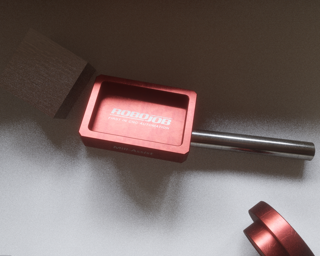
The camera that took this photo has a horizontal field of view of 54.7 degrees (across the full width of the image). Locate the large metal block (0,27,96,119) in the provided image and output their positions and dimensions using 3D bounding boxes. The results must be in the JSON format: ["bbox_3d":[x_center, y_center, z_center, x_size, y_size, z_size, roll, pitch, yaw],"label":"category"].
[{"bbox_3d":[-0.142,-0.066,0.397,0.080,0.050,0.080,32,90,-1],"label":"large metal block"}]

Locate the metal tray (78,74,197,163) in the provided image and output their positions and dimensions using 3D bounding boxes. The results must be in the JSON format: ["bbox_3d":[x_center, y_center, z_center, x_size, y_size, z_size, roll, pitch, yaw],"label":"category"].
[{"bbox_3d":[-0.024,-0.013,0.388,0.131,0.030,0.090,10,64,1],"label":"metal tray"}]

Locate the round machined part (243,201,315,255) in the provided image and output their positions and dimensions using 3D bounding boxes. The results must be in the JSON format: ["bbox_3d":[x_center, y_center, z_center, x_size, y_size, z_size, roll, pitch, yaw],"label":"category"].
[{"bbox_3d":[0.140,0.141,0.376,0.042,0.098,0.098,-37,91,-3],"label":"round machined part"}]

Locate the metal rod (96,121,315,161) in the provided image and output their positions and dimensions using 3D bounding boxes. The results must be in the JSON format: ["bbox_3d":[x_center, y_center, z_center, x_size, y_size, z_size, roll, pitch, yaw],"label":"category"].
[{"bbox_3d":[0.051,0.014,0.412,0.302,0.025,0.025,7,90,-1],"label":"metal rod"}]
